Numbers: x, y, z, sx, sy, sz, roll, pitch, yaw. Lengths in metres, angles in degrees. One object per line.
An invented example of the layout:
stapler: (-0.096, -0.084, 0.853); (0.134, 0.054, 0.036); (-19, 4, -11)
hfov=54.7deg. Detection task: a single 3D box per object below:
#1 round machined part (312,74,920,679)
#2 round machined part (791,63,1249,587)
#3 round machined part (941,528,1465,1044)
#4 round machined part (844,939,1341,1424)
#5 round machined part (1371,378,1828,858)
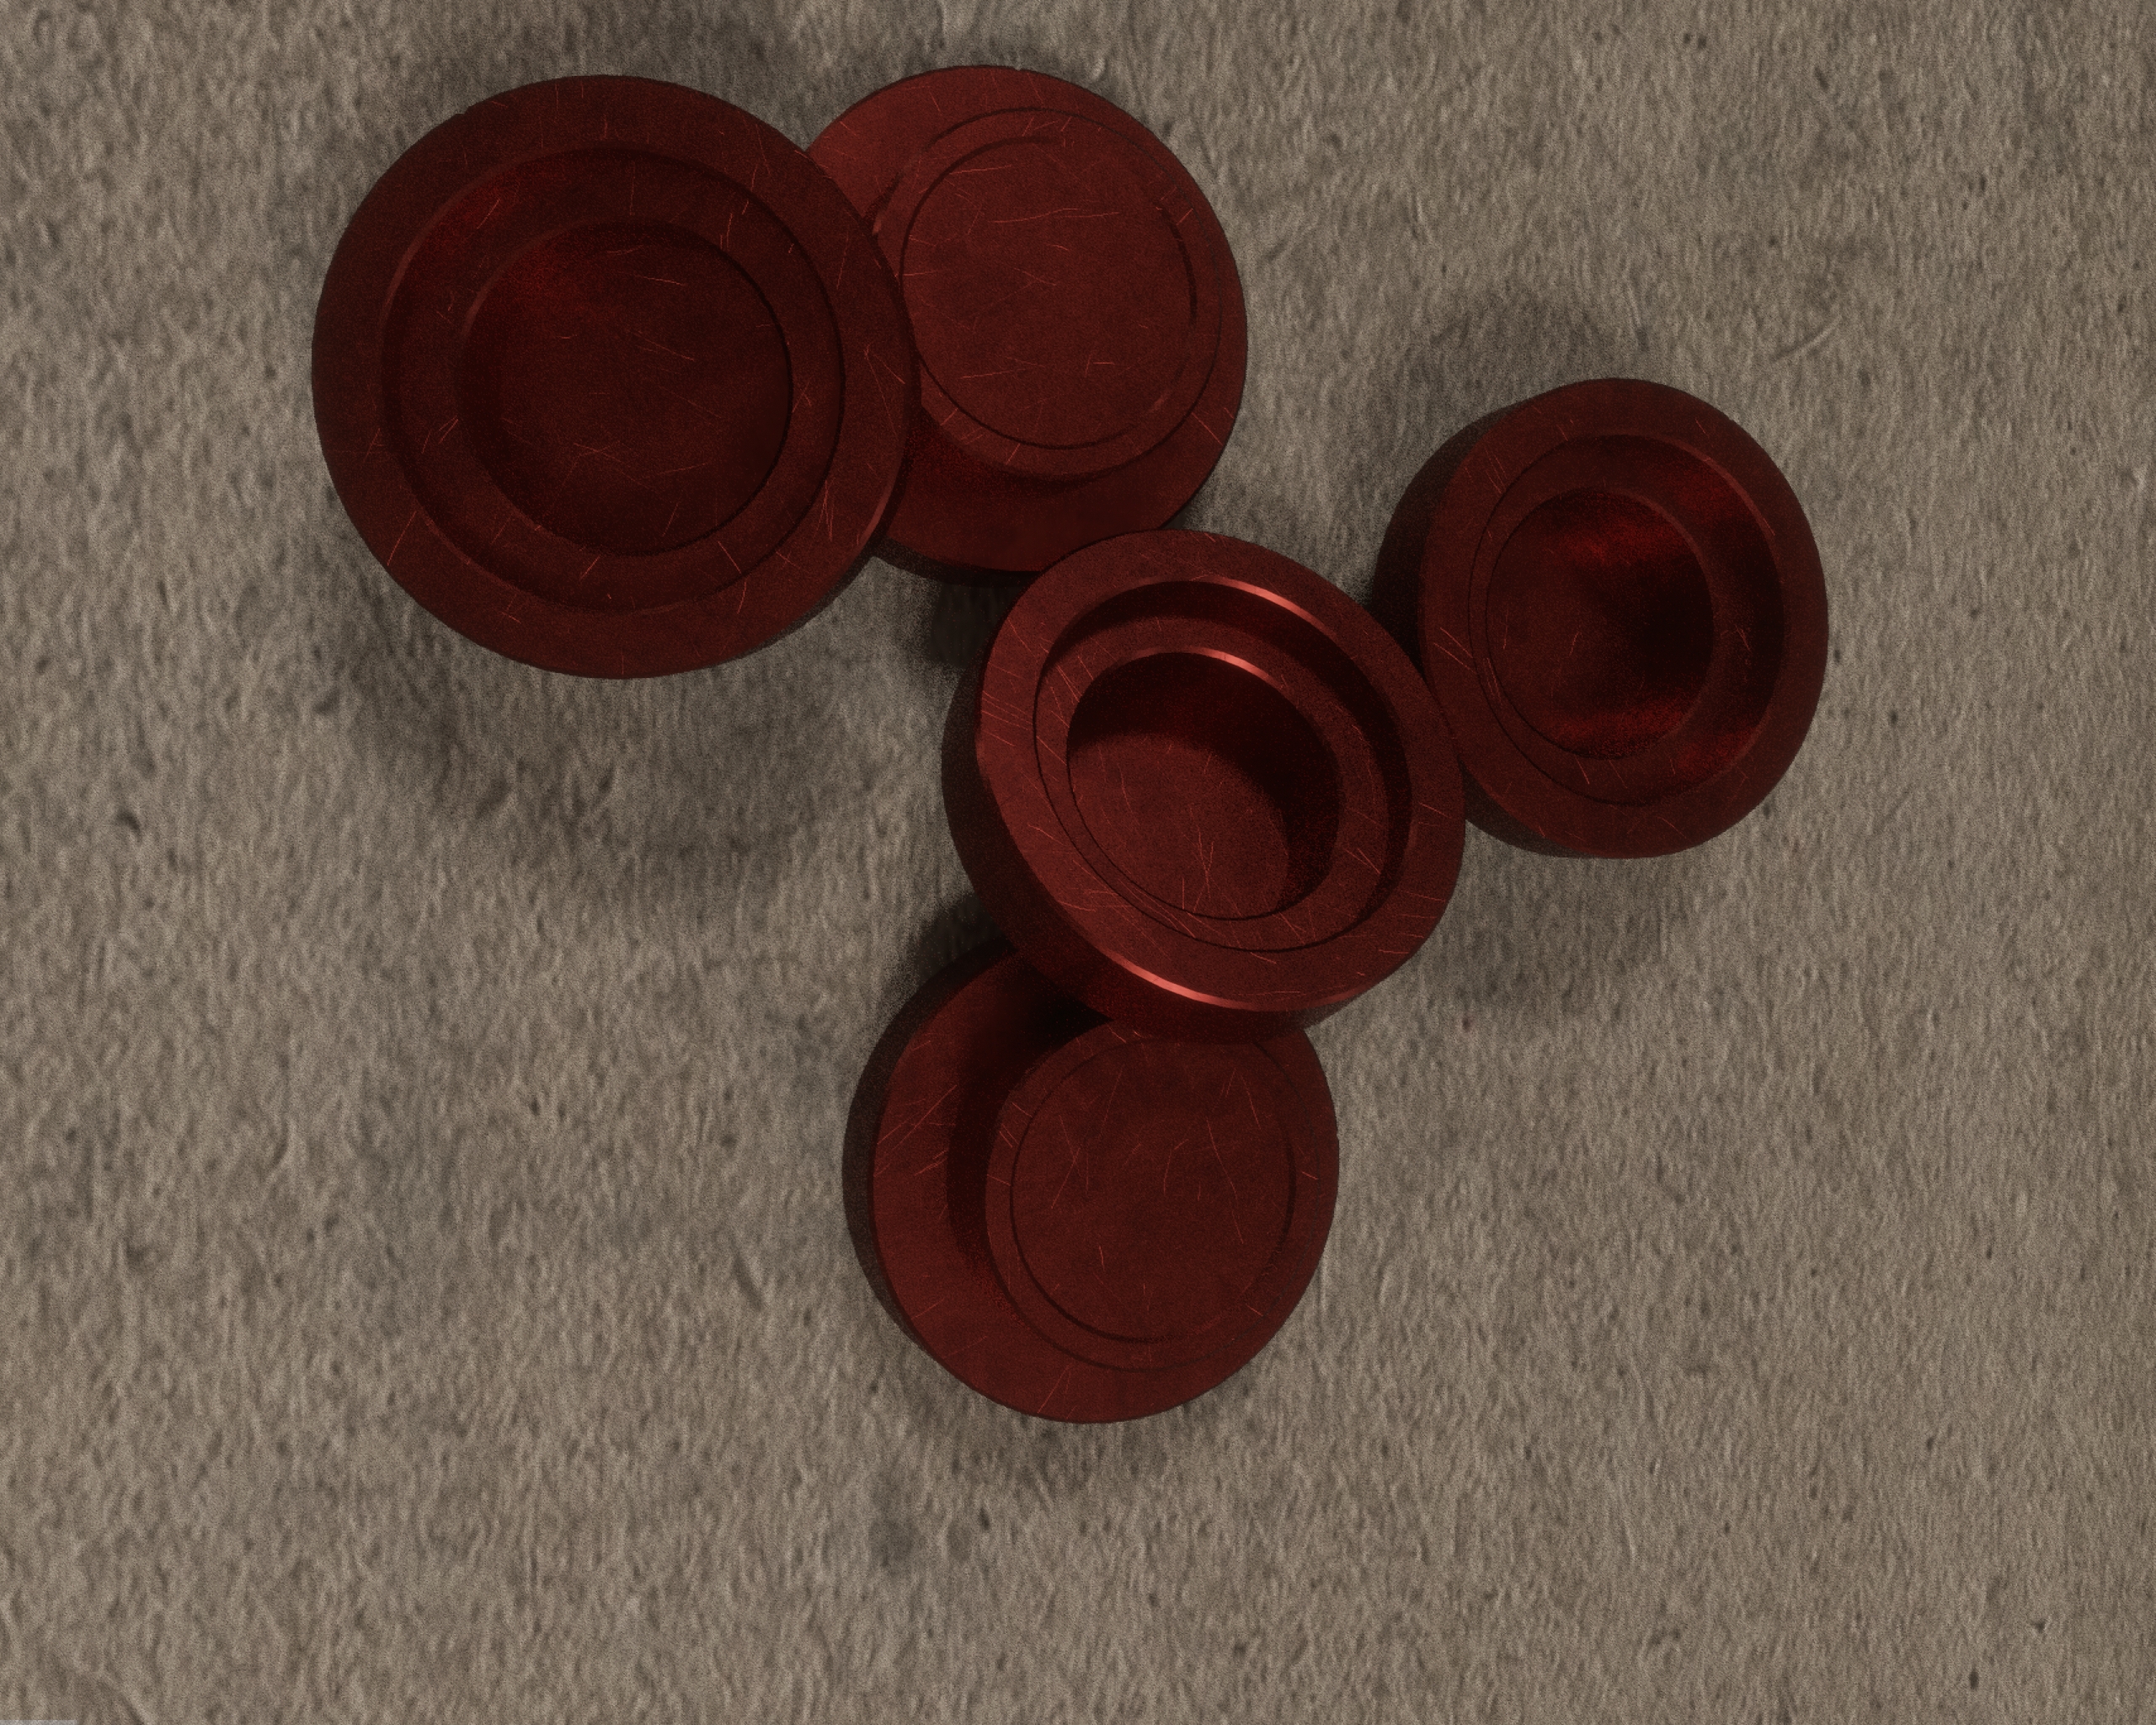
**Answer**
round machined part: (-0.076, -0.081, 0.362); (0.099, 0.042, 0.097); (0, 97, 1)
round machined part: (-0.012, -0.103, 0.397); (0.099, 0.042, 0.097); (0, 90, -21)
round machined part: (0.021, -0.011, 0.399); (0.099, 0.042, 0.098); (9, 64, -19)
round machined part: (0.008, 0.060, 0.405); (0.099, 0.042, 0.097); (0, 90, -21)
round machined part: (0.105, -0.050, 0.441); (0.099, 0.042, 0.097); (0, 90, -21)
